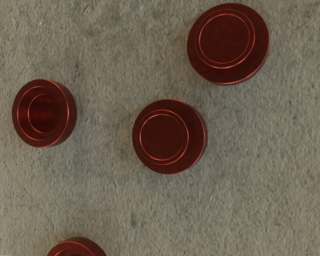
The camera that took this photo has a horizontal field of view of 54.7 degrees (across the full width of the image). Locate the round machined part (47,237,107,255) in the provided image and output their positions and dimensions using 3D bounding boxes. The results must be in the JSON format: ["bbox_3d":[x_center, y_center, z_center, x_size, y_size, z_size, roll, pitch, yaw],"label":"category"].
[{"bbox_3d":[-0.111,0.202,0.438,0.098,0.042,0.097,0,90,19],"label":"round machined part"}]

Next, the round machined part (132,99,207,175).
[{"bbox_3d":[0.009,0.011,0.396,0.098,0.042,0.097,0,90,19],"label":"round machined part"}]

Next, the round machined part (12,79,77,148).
[{"bbox_3d":[-0.164,-0.021,0.456,0.098,0.042,0.097,0,90,19],"label":"round machined part"}]

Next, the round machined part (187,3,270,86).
[{"bbox_3d":[0.079,-0.102,0.372,0.098,0.042,0.097,0,90,19],"label":"round machined part"}]
